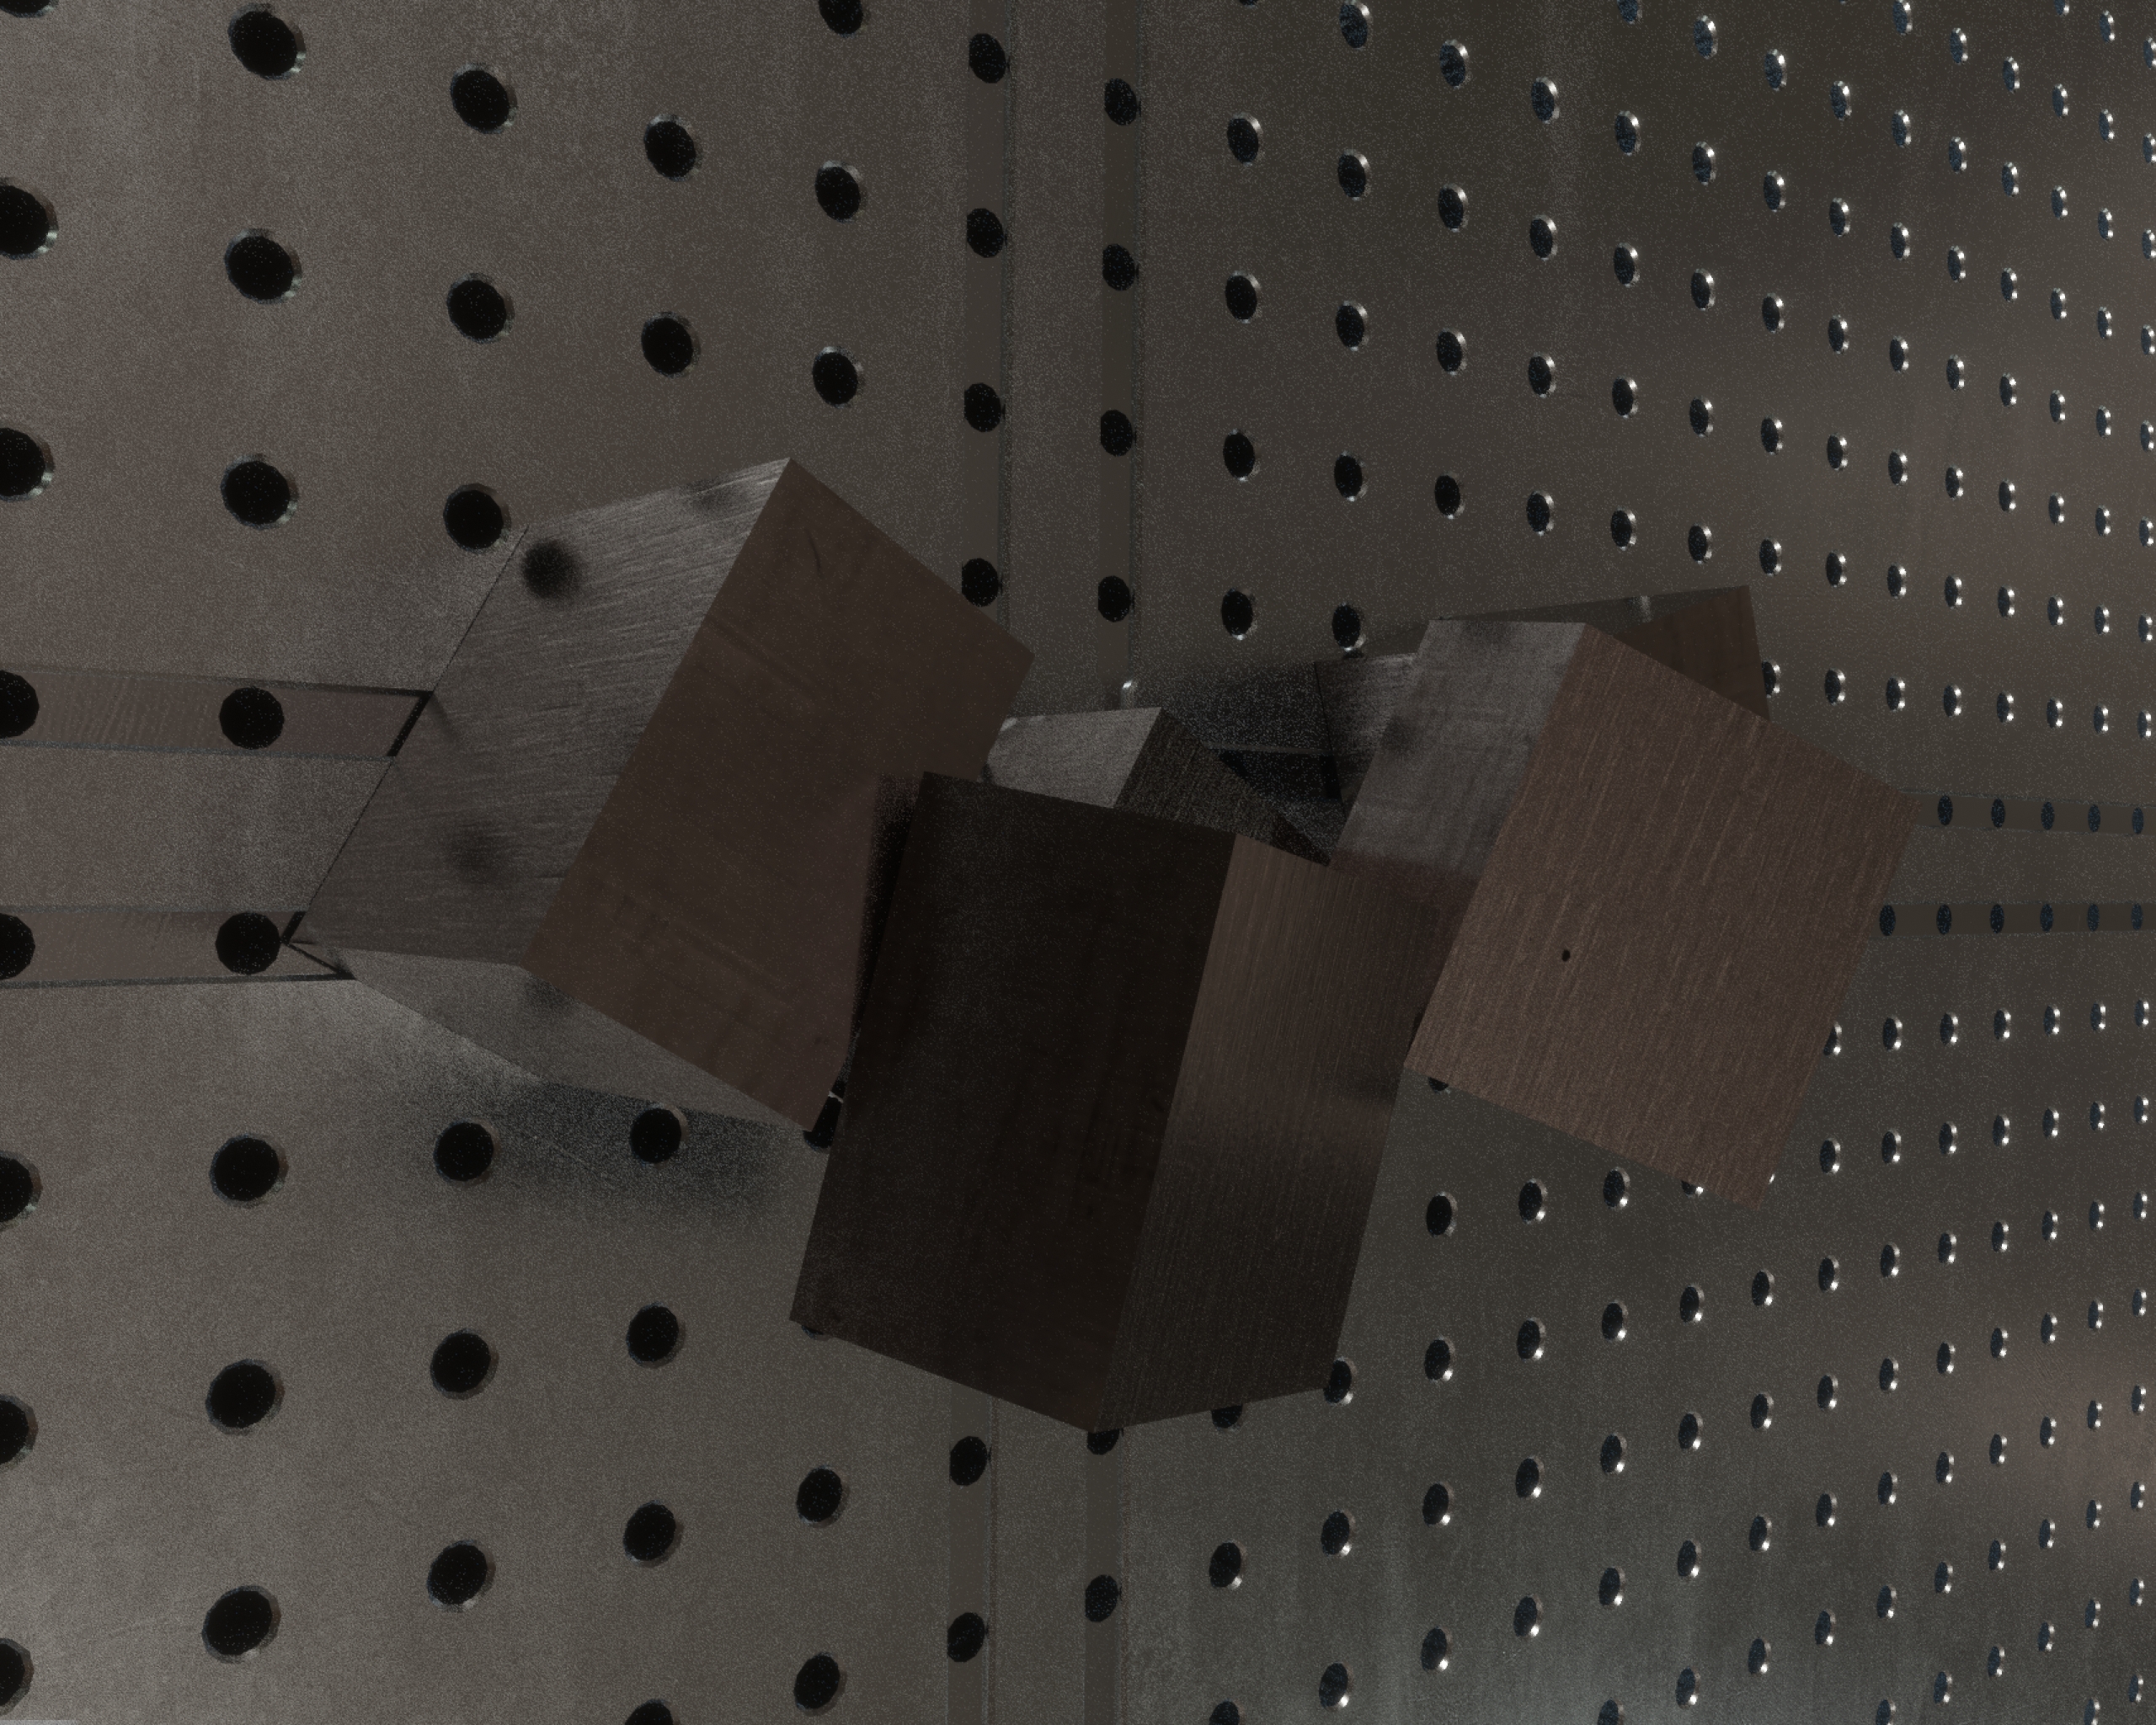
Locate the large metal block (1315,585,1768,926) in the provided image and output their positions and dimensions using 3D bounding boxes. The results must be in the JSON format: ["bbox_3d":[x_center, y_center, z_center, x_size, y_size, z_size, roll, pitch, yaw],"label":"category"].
[{"bbox_3d":[0.107,-0.014,0.465,0.050,0.080,0.079,-21,104,-38],"label":"large metal block"}]

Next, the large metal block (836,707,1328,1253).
[{"bbox_3d":[0.008,0.027,0.401,0.080,0.050,0.080,39,66,-33],"label":"large metal block"}]

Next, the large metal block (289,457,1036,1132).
[{"bbox_3d":[-0.064,-0.010,0.320,0.050,0.080,0.080,37,67,-34],"label":"large metal block"}]

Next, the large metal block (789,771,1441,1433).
[{"bbox_3d":[0.009,0.036,0.317,0.080,0.050,0.080,17,86,-60],"label":"large metal block"}]

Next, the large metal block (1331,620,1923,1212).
[{"bbox_3d":[0.094,0.008,0.384,0.080,0.050,0.080,23,88,-22],"label":"large metal block"}]
